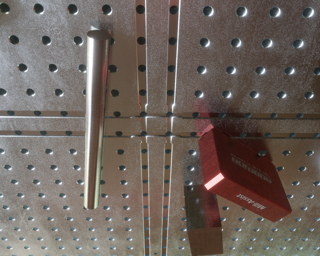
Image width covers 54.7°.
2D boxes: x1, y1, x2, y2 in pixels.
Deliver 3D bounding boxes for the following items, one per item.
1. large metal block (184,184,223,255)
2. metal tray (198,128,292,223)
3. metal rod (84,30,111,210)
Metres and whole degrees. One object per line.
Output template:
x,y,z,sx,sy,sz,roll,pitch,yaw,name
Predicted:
0.070,0.149,0.503,0.050,0.080,0.080,-7,130,6,large metal block
0.115,0.064,0.424,0.131,0.090,0.030,29,124,-23,metal tray
-0.089,0.014,0.422,0.025,0.025,0.298,7,130,-6,metal rod
